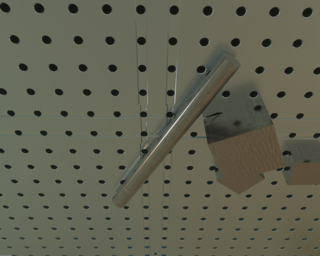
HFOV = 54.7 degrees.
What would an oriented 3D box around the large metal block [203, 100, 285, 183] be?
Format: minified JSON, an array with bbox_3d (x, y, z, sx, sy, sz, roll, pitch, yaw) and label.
[{"bbox_3d":[0.112,0.020,0.413,0.080,0.050,0.080,-19,128,15],"label":"large metal block"}]

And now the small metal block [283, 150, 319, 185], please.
[{"bbox_3d":[0.218,0.060,0.464,0.050,0.025,0.050,-2,130,1],"label":"small metal block"}]

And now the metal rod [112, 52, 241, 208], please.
[{"bbox_3d":[0.006,0.022,0.430,0.025,0.025,0.298,23,126,-19],"label":"metal rod"}]

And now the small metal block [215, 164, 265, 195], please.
[{"bbox_3d":[0.121,0.070,0.472,0.050,0.025,0.050,33,123,-25],"label":"small metal block"}]
